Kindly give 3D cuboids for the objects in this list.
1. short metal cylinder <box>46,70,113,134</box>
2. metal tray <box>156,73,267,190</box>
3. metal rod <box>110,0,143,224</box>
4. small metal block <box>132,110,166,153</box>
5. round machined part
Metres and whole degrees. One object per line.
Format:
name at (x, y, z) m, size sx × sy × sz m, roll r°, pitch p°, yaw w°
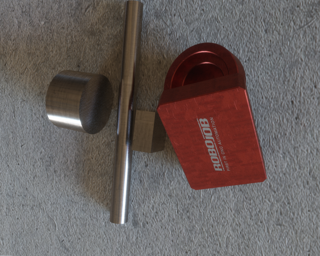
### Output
short metal cylinder at (-0.106, -0.035, 0.417) m, size 0.050 × 0.080 × 0.079 m, roll 11°, pitch 94°, yaw 19°
metal tray at (0.061, 0.011, 0.346) m, size 0.090 × 0.030 × 0.129 m, roll -12°, pitch 124°, yaw 19°
metal rod at (-0.046, -0.020, 0.425) m, size 0.025 × 0.025 × 0.298 m, roll 5°, pitch 92°, yaw 20°
small metal block at (-0.012, 0.004, 0.400) m, size 0.025 × 0.050 × 0.050 m, roll 7°, pitch 93°, yaw 20°
round machined part at (0.056, -0.048, 0.370) m, size 0.098 × 0.042 × 0.098 m, roll -8°, pitch 77°, yaw 36°
